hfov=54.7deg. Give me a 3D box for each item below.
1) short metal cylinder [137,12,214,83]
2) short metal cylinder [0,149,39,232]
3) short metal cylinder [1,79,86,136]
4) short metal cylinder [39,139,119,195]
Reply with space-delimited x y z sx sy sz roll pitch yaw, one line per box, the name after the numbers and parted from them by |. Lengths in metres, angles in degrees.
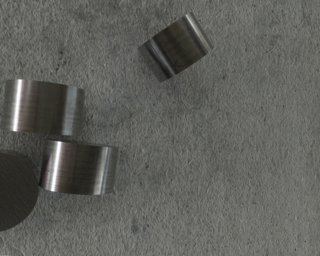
0.019 -0.100 0.386 0.080 0.080 0.050 -38 102 -16 | short metal cylinder
-0.173 0.064 0.332 0.081 0.050 0.080 0 90 -20 | short metal cylinder
-0.124 -0.020 0.334 0.081 0.080 0.050 6 88 -20 | short metal cylinder
-0.089 0.041 0.347 0.081 0.080 0.050 8 88 -20 | short metal cylinder
